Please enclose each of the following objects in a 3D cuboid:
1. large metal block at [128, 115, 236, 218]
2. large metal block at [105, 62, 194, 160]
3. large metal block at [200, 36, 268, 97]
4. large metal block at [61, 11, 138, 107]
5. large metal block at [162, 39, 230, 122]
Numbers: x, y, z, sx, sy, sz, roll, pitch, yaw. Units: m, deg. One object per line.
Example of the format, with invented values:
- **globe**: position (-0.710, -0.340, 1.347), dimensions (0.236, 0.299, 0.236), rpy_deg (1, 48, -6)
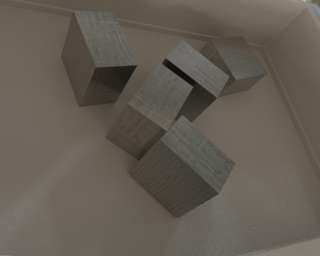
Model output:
- **large metal block**: position (0.023, 0.046, 0.354), dimensions (0.080, 0.080, 0.050), rpy_deg (43, 46, 1)
- **large metal block**: position (-0.013, -0.019, 0.376), dimensions (0.050, 0.080, 0.080), rpy_deg (36, 51, -5)
- **large metal block**: position (0.118, -0.104, 0.519), dimensions (0.081, 0.050, 0.080), rpy_deg (-16, 70, -35)
- **large metal block**: position (-0.078, -0.083, 0.380), dimensions (0.050, 0.080, 0.080), rpy_deg (-11, 68, -33)
- **large metal block**: position (0.033, -0.058, 0.426), dimensions (0.080, 0.080, 0.050), rpy_deg (37, 51, -4)
